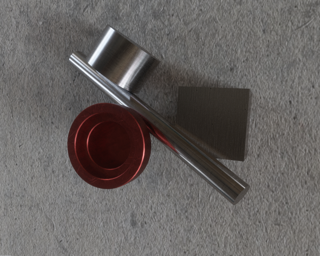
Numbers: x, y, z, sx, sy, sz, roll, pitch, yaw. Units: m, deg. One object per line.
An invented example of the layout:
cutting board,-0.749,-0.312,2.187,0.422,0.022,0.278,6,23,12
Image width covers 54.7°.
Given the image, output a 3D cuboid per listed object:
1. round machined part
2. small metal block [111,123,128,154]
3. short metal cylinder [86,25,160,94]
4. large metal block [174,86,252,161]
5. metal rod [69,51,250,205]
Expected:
round machined part,-0.056,0.020,0.367,0.098,0.042,0.097,1,92,19
small metal block,-0.044,0.007,0.412,0.025,0.050,0.050,-2,89,20
short metal cylinder,-0.047,-0.088,0.396,0.080,0.080,0.050,39,102,15
large metal block,0.065,-0.006,0.374,0.080,0.050,0.079,5,92,19
metal rod,-0.021,-0.017,0.377,0.300,0.025,0.025,40,103,30
